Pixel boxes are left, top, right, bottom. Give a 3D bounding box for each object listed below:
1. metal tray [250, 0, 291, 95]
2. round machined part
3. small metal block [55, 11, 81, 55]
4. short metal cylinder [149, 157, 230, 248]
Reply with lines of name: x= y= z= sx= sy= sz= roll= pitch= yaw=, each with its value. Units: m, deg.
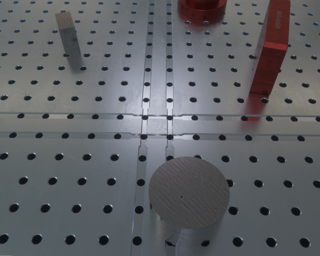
metal tray: x=0.168 y=-0.125 z=0.471 sx=0.030 sy=0.089 sz=0.130 roll=13 pitch=51 yaw=11
round machined part: x=0.084 y=-0.260 z=0.616 sx=0.099 sy=0.042 sz=0.098 roll=0 pitch=50 yaw=0
small metal block: x=-0.156 y=-0.161 z=0.525 sx=0.025 sy=0.050 sz=0.050 roll=-15 pitch=52 yaw=-12
short metal cylinder: x=0.029 y=0.077 z=0.327 sx=0.081 sy=0.050 sz=0.080 roll=0 pitch=50 yaw=0
